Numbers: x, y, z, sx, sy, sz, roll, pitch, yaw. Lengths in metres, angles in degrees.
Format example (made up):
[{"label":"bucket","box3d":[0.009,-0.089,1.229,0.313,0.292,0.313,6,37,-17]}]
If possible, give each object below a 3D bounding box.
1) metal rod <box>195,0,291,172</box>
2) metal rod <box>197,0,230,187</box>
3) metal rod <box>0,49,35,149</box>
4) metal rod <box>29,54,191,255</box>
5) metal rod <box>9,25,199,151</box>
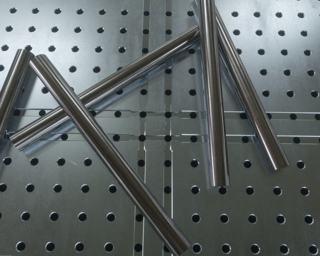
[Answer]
[{"label":"metal rod","box3d":[0.109,-0.082,0.443,0.025,0.025,0.299,-17,71,-6]},{"label":"metal rod","box3d":[0.071,-0.072,0.424,0.025,0.025,0.299,-1,75,-1]},{"label":"metal rod","box3d":[-0.221,0.031,0.397,0.025,0.025,0.299,10,70,3]},{"label":"metal rod","box3d":[-0.066,0.027,0.383,0.025,0.025,0.300,-37,81,-13]},{"label":"metal rod","box3d":[-0.065,-0.062,0.433,0.301,0.025,0.025,-34,74,-12]}]
